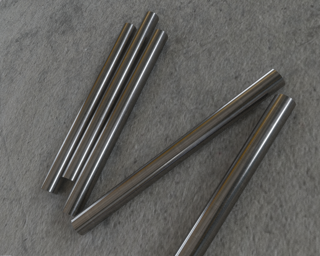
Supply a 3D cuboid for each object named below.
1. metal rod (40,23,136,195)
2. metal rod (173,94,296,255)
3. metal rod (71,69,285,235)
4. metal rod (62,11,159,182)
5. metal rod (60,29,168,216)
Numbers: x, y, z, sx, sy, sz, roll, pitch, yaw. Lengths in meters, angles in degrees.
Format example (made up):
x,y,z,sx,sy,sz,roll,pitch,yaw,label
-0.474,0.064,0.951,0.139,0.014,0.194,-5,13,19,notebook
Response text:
x,y,z,sx,sy,sz,roll,pitch,yaw,label
-0.103,-0.042,0.481,0.025,0.025,0.300,8,66,31,metal rod
0.055,0.089,0.319,0.025,0.025,0.300,27,76,37,metal rod
0.020,0.031,0.373,0.300,0.025,0.025,-37,51,3,metal rod
-0.068,-0.058,0.473,0.025,0.025,0.300,10,66,32,metal rod
-0.057,-0.019,0.443,0.025,0.025,0.300,12,67,32,metal rod
